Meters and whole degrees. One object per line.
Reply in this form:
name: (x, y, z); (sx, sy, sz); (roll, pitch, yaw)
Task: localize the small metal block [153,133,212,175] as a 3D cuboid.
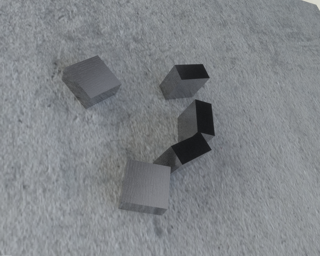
small metal block: (0.027, 0.035, 0.382); (0.050, 0.050, 0.025); (-21, 74, -36)

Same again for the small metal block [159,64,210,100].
small metal block: (0.035, -0.067, 0.449); (0.050, 0.050, 0.025); (-9, 67, -32)

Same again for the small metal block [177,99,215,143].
small metal block: (0.047, -0.002, 0.416); (0.025, 0.050, 0.050); (14, 56, -21)

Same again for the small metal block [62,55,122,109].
small metal block: (-0.087, -0.059, 0.394); (0.050, 0.025, 0.050); (-34, 81, -38)

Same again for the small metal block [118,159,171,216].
small metal block: (-0.017, 0.067, 0.349); (0.050, 0.025, 0.050); (12, 56, -9)
